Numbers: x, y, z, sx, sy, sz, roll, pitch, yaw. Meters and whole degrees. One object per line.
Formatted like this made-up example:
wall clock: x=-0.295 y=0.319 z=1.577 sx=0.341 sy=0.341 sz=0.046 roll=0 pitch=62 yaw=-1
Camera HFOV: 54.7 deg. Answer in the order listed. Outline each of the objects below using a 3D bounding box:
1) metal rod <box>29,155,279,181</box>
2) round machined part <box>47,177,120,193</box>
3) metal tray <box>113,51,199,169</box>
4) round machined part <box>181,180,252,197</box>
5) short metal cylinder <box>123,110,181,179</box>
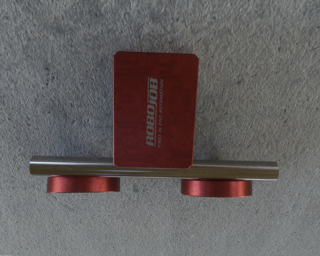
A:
metal rod: x=-0.005 y=0.050 z=0.387 sx=0.302 sy=0.025 sz=0.025 roll=2 pitch=130 yaw=-2
round machined part: x=-0.105 y=0.069 z=0.434 sx=0.099 sy=0.042 sz=0.098 roll=-1 pitch=169 yaw=0
metal tray: x=-0.006 y=-0.020 z=0.353 sx=0.091 sy=0.030 sz=0.129 roll=1 pitch=104 yaw=-2
round machined part: x=0.079 y=0.072 z=0.437 sx=0.099 sy=0.042 sz=0.098 roll=0 pitch=173 yaw=0
short metal cylinder: x=-0.009 y=0.022 z=0.412 sx=0.081 sy=0.050 sz=0.079 roll=0 pitch=130 yaw=0
